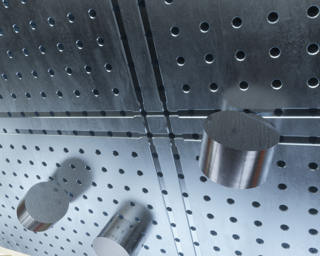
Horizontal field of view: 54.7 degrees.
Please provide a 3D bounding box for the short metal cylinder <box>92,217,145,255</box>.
[{"bbox_3d":[-0.075,0.210,0.564,0.080,0.050,0.079,13,124,21],"label":"short metal cylinder"}]

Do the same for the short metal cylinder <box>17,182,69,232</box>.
[{"bbox_3d":[-0.220,0.148,0.584,0.080,0.080,0.050,45,129,-3],"label":"short metal cylinder"}]

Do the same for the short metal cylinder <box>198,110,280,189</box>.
[{"bbox_3d":[0.086,0.022,0.344,0.080,0.080,0.050,16,125,19],"label":"short metal cylinder"}]
